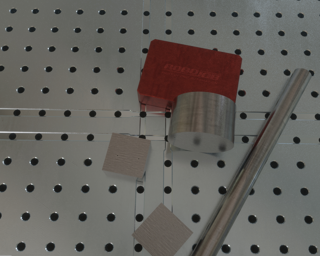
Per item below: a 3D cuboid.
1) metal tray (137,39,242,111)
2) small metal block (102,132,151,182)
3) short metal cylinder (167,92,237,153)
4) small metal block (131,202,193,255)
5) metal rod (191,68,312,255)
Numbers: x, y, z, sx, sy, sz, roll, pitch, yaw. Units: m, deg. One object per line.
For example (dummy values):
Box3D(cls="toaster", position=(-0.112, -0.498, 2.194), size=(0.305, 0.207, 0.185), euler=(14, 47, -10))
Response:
Box3D(cls="metal tray", position=(0.042, -0.069, 0.435), size=(0.131, 0.030, 0.090), euler=(12, 70, 4))
Box3D(cls="small metal block", position=(-0.041, 0.038, 0.398), size=(0.050, 0.025, 0.050), euler=(11, 70, 4))
Box3D(cls="short metal cylinder", position=(0.052, -0.005, 0.385), size=(0.080, 0.080, 0.050), euler=(8, 70, 2))
Box3D(cls="small metal block", position=(0.003, 0.125, 0.366), size=(0.050, 0.025, 0.050), euler=(41, 75, 13))
Box3D(cls="metal rod", position=(0.123, 0.042, 0.397), size=(0.025, 0.025, 0.300), euler=(31, 73, 10))
